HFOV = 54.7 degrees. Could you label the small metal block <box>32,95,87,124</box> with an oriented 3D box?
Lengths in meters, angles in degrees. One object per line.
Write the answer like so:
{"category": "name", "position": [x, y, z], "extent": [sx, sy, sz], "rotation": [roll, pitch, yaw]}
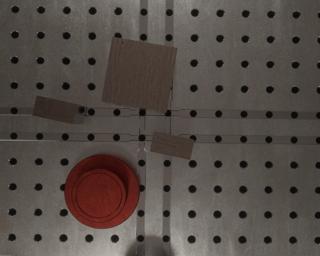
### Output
{"category": "small metal block", "position": [-0.127, -0.022, 0.399], "extent": [0.050, 0.050, 0.025], "rotation": [12, 90, -1]}

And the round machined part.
{"category": "round machined part", "position": [-0.076, 0.084, 0.404], "extent": [0.099, 0.042, 0.097], "rotation": [0, 90, -1]}

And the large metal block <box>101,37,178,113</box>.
{"category": "large metal block", "position": [-0.025, -0.065, 0.401], "extent": [0.080, 0.050, 0.080], "rotation": [10, 90, -1]}

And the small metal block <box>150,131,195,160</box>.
{"category": "small metal block", "position": [0.015, 0.021, 0.401], "extent": [0.050, 0.050, 0.025], "rotation": [12, 90, -1]}
